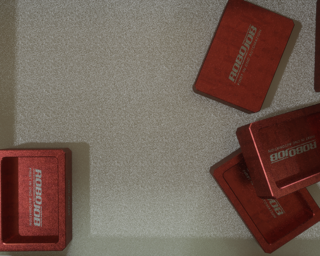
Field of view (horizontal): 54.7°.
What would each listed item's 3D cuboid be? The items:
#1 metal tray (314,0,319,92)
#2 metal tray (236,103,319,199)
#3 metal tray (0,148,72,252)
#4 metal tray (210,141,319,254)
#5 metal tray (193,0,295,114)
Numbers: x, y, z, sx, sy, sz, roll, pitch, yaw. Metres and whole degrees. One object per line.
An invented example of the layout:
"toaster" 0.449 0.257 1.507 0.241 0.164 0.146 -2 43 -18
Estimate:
"metal tray" 0.229 -0.112 0.381 0.030 0.090 0.129 2 90 0
"metal tray" 0.167 0.025 0.384 0.131 0.030 0.090 -15 83 -21
"metal tray" -0.165 0.092 0.406 0.091 0.030 0.129 0 90 -1
"metal tray" 0.139 0.085 0.410 0.090 0.030 0.130 -34 90 -1
"metal tray" 0.108 -0.094 0.410 0.090 0.030 0.129 22 90 -1
